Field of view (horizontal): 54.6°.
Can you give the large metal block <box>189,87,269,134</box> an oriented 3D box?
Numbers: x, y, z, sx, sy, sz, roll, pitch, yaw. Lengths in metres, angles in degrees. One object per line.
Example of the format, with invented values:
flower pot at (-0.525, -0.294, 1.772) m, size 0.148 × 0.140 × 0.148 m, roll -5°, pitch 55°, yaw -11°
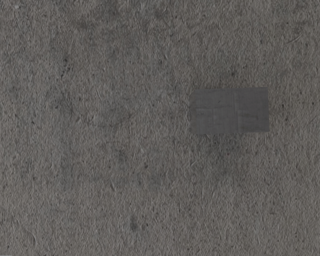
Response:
large metal block at (0.080, -0.019, 0.383) m, size 0.080 × 0.080 × 0.050 m, roll -2°, pitch 90°, yaw 0°
